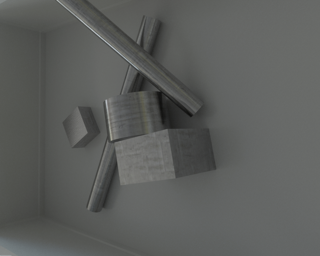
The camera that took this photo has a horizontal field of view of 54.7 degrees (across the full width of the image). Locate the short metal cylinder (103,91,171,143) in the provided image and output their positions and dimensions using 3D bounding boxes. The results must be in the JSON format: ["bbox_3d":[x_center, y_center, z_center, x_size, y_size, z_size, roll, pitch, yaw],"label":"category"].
[{"bbox_3d":[-0.028,-0.012,0.392,0.080,0.081,0.050,-14,81,39],"label":"short metal cylinder"}]

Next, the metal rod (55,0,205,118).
[{"bbox_3d":[-0.069,-0.120,0.367,0.300,0.025,0.025,41,119,-2],"label":"metal rod"}]

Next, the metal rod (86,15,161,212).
[{"bbox_3d":[-0.057,-0.010,0.451,0.025,0.025,0.298,30,108,35],"label":"metal rod"}]

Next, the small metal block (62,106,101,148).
[{"bbox_3d":[-0.131,-0.001,0.512,0.050,0.025,0.050,-38,67,33],"label":"small metal block"}]

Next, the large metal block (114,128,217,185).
[{"bbox_3d":[0.007,0.033,0.364,0.080,0.081,0.050,-15,81,39],"label":"large metal block"}]
